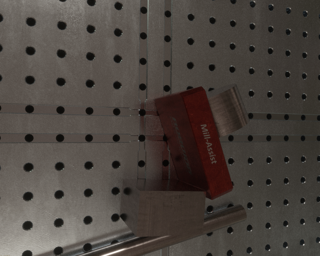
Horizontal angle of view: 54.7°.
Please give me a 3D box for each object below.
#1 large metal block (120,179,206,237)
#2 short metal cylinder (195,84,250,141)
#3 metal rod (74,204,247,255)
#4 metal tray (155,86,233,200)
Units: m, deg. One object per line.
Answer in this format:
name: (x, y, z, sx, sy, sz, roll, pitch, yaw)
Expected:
large metal block: (0.001, 0.095, 0.385, 0.081, 0.080, 0.050, 5, 89, -20)
short metal cylinder: (0.071, -0.021, 0.411, 0.081, 0.080, 0.050, -25, 99, -19)
metal rod: (-0.019, 0.152, 0.406, 0.303, 0.025, 0.025, -11, 94, -20)
metal tray: (0.040, 0.018, 0.394, 0.030, 0.090, 0.129, -20, 97, -19)
